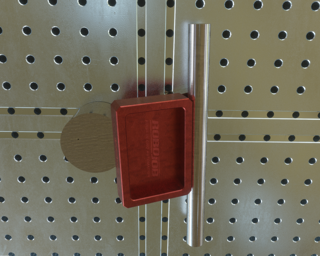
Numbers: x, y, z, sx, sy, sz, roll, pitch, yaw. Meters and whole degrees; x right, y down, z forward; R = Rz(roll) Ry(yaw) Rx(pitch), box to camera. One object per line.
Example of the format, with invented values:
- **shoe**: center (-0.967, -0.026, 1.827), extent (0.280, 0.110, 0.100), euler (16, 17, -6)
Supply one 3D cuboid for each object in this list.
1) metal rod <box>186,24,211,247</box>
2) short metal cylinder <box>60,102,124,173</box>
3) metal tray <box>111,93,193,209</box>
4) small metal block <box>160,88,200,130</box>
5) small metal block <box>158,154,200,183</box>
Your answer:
- **metal rod**: center (0.047, 0.024, 0.396), extent (0.025, 0.025, 0.298), euler (-1, 110, 0)
- **short metal cylinder**: center (-0.081, 0.011, 0.402), extent (0.081, 0.050, 0.079), euler (0, 110, -1)
- **metal tray**: center (-0.008, 0.027, 0.378), extent (0.091, 0.030, 0.129), euler (-9, 112, -18)
- **small metal block**: center (0.031, -0.024, 0.405), extent (0.050, 0.025, 0.050), euler (-14, 110, 4)
- **small metal block**: center (0.021, 0.059, 0.434), extent (0.050, 0.025, 0.050), euler (37, 106, -13)
